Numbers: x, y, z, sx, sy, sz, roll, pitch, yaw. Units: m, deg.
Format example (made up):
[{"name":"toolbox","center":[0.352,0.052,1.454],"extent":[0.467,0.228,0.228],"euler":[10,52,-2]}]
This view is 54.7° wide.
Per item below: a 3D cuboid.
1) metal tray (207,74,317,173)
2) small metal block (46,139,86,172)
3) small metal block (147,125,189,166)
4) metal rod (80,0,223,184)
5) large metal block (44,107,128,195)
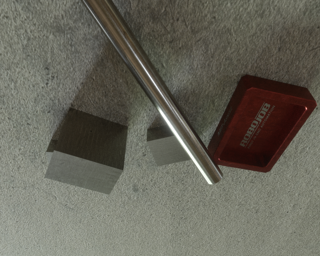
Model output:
[{"name":"metal tray","center":[0.127,0.000,0.405],"extent":[0.091,0.030,0.129],"euler":[10,129,-10]},{"name":"small metal block","center":[-0.130,0.044,0.443],"extent":[0.050,0.025,0.050],"euler":[4,131,-3]},{"name":"small metal block","center":[0.014,0.023,0.427],"extent":[0.050,0.025,0.050],"euler":[-13,129,10]},{"name":"metal rod","center":[-0.002,-0.040,0.351],"extent":[0.025,0.025,0.299],"euler":[-25,120,19]},{"name":"large metal block","center":[-0.090,0.029,0.394],"extent":[0.081,0.080,0.050],"euler":[19,127,-16]}]
